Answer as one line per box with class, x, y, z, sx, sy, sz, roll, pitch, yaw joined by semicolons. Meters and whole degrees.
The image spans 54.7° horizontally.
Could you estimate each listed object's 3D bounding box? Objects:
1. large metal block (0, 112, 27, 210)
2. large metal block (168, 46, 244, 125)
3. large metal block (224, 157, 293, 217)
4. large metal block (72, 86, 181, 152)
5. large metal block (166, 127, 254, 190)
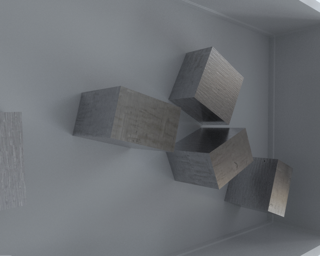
large metal block;-0.162;0.028;0.255;0.081;0.050;0.079;-4;93;-40
large metal block;0.069;-0.058;0.451;0.080;0.050;0.080;33;69;-35
large metal block;0.162;0.094;0.510;0.050;0.080;0.080;27;73;-37
large metal block;-0.037;-0.007;0.342;0.081;0.080;0.050;16;80;-39
large metal block;0.069;0.038;0.431;0.081;0.080;0.050;-28;108;-37
